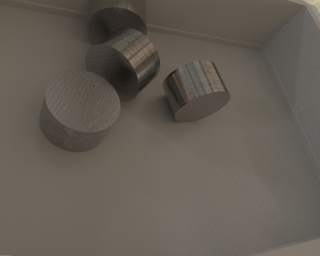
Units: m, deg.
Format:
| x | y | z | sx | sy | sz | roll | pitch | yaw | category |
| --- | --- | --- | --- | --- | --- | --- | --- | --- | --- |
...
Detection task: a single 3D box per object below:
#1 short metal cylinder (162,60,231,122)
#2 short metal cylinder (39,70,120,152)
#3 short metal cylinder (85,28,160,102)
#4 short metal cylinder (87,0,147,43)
| x | y | z | sx | sy | sz | roll | pitch | yaw | category |
| --- | --- | --- | --- | --- | --- | --- | --- | --- | --- |
| 0.050 | -0.049 | 0.429 | 0.081 | 0.080 | 0.050 | -7 | 66 | -32 | short metal cylinder |
| -0.092 | -0.019 | 0.353 | 0.081 | 0.050 | 0.080 | 14 | 56 | -21 | short metal cylinder |
| -0.047 | -0.080 | 0.395 | 0.080 | 0.080 | 0.050 | 41 | 51 | -1 | short metal cylinder |
| -0.059 | -0.152 | 0.433 | 0.081 | 0.080 | 0.050 | 11 | 57 | -23 | short metal cylinder |
